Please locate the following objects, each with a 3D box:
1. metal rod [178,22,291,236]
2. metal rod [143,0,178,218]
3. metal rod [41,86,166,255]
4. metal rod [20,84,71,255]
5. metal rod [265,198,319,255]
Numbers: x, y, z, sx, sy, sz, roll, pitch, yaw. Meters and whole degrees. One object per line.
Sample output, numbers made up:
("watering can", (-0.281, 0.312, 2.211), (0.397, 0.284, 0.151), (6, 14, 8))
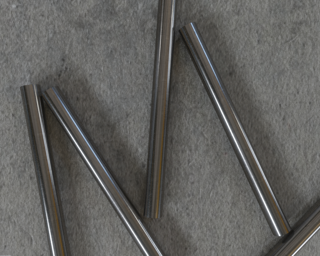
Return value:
("metal rod", (0.099, 0.002, 0.411), (0.025, 0.025, 0.299), (-25, 90, 0))
("metal rod", (0.001, -0.033, 0.409), (0.025, 0.025, 0.298), (4, 90, -1))
("metal rod", (-0.064, 0.078, 0.409), (0.025, 0.025, 0.299), (-32, 90, 0))
("metal rod", (-0.144, 0.092, 0.408), (0.025, 0.025, 0.298), (-10, 90, 0))
("metal rod", (0.181, 0.147, 0.412), (0.025, 0.025, 0.300), (44, 90, -1))
